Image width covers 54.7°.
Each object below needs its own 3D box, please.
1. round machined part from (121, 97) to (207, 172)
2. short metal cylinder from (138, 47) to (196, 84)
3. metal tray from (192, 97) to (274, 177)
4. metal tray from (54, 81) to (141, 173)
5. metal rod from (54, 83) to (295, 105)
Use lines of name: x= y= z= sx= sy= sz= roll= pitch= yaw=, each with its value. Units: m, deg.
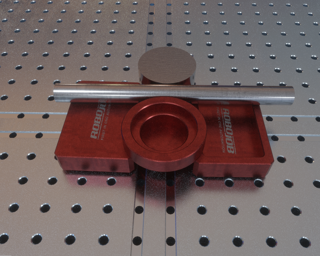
round machined part: x=0.005 y=0.011 z=0.370 sx=0.099 sy=0.042 sz=0.098 roll=0 pitch=50 yaw=0
short metal cylinder: x=0.010 y=-0.073 z=0.447 sx=0.081 sy=0.050 sz=0.080 roll=0 pitch=50 yaw=0
metal tray: x=0.085 y=0.000 z=0.400 sx=0.091 sy=0.030 sz=0.130 roll=1 pitch=50 yaw=0
metal tray: x=-0.073 y=-0.007 z=0.403 sx=0.091 sy=0.030 sz=0.130 roll=2 pitch=50 yaw=2
metal rod: x=0.018 y=-0.044 z=0.400 sx=0.302 sy=0.025 sz=0.025 roll=1 pitch=50 yaw=0
